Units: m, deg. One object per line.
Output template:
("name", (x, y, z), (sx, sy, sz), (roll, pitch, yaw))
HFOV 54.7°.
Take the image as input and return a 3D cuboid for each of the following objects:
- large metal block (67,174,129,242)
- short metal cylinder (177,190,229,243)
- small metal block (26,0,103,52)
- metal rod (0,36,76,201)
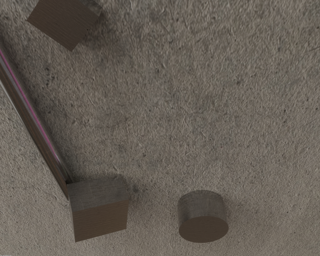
("large metal block", (-0.096, 0.123, 0.478), (0.081, 0.050, 0.079), (-9, 133, -20))
("short metal cylinder", (0.070, 0.149, 0.519), (0.081, 0.050, 0.079), (0, 130, 0))
("small metal block", (-0.094, -0.114, 0.309), (0.050, 0.025, 0.050), (34, 122, -26))
("metal rod", (-0.162, -0.005, 0.400), (0.025, 0.025, 0.298), (-7, 130, 5))
